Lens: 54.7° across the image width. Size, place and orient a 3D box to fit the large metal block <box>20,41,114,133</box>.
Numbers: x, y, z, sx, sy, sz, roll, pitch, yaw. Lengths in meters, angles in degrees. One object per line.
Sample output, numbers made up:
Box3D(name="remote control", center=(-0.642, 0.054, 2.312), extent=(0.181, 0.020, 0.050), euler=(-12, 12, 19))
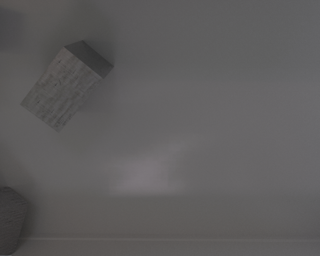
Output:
Box3D(name="large metal block", center=(-0.104, -0.052, 0.362), extent=(0.050, 0.080, 0.080), euler=(39, 105, -13))

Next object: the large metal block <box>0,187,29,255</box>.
Box3D(name="large metal block", center=(-0.237, 0.132, 0.415), extent=(0.050, 0.080, 0.080), euler=(26, 102, 28))
